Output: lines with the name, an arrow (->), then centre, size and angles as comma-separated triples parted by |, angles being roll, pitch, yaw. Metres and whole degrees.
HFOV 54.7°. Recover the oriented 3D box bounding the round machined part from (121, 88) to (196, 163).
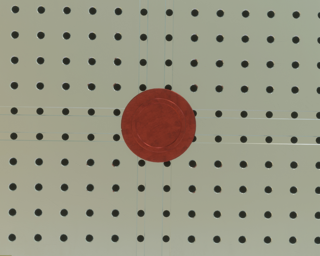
round machined part -> -0.002, -0.003, 0.404 | 0.099, 0.042, 0.097 | 0, 90, -1
